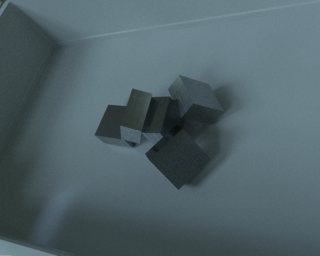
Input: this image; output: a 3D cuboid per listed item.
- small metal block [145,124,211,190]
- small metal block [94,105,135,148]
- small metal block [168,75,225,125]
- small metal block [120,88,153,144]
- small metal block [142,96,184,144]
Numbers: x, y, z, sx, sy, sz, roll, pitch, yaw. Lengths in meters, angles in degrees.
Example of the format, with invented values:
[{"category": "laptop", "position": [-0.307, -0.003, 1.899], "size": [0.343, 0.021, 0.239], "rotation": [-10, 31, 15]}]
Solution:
[{"category": "small metal block", "position": [0.020, 0.033, 0.353], "size": [0.050, 0.050, 0.025], "rotation": [-43, 16, -3]}, {"category": "small metal block", "position": [-0.055, -0.003, 0.432], "size": [0.050, 0.025, 0.050], "rotation": [7, 65, 31]}, {"category": "small metal block", "position": [0.044, -0.034, 0.381], "size": [0.025, 0.050, 0.050], "rotation": [-52, 44, 34]}, {"category": "small metal block", "position": [-0.030, -0.013, 0.387], "size": [0.025, 0.050, 0.050], "rotation": [15, 69, 0]}, {"category": "small metal block", "position": [0.006, -0.004, 0.387], "size": [0.025, 0.050, 0.050], "rotation": [1, 62, 28]}]
